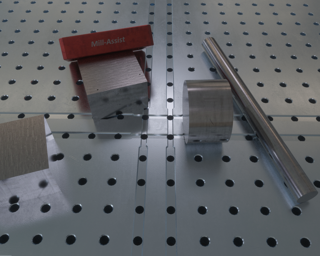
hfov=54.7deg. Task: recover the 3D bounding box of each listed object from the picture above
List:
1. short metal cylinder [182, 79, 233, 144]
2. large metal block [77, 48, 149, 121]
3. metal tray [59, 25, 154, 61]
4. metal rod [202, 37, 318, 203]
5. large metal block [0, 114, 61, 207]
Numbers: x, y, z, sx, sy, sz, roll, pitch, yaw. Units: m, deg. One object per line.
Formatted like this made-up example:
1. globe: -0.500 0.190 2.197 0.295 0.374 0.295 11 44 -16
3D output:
1. short metal cylinder: 0.057 -0.021 0.390 0.050 0.080 0.080 -2 50 -1
2. large metal block: -0.068 -0.065 0.445 0.081 0.050 0.080 -15 52 -12
3. metal tray: -0.083 -0.130 0.480 0.131 0.030 0.090 -12 13 -10
4. metal rod: 0.123 -0.034 0.436 0.025 0.025 0.300 -12 51 -10
5. large metal block: -0.166 0.038 0.358 0.081 0.050 0.080 -14 51 -11
